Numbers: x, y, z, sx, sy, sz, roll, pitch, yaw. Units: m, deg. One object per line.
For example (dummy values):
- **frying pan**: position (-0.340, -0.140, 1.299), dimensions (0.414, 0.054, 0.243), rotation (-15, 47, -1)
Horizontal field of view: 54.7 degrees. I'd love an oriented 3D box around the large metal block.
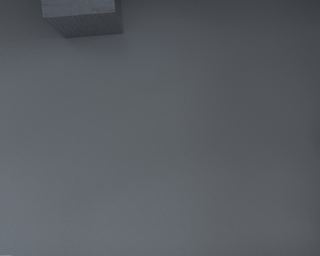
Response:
- **large metal block**: position (-0.092, -0.150, 0.383), dimensions (0.080, 0.080, 0.050), rotation (-5, 90, 0)
